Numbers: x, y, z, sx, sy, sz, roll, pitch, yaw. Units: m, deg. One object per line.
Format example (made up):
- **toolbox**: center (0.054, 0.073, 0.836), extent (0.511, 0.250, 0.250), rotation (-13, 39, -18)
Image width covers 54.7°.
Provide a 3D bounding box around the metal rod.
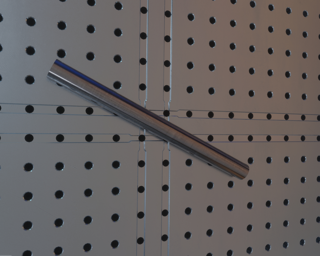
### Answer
- **metal rod**: center (-0.002, -0.003, 0.413), extent (0.301, 0.025, 0.025), rotation (28, 81, -18)
